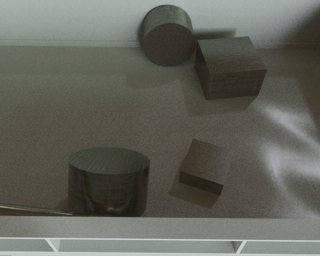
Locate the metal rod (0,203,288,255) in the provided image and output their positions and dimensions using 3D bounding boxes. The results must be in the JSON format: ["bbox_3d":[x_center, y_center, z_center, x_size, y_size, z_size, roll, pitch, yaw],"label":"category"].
[{"bbox_3d":[-0.027,0.093,0.276,0.302,0.025,0.025,10,49,-11],"label":"metal rod"}]

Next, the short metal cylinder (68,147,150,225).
[{"bbox_3d":[-0.052,0.055,0.317,0.081,0.050,0.080,5,13,-1],"label":"short metal cylinder"}]

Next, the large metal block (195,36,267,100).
[{"bbox_3d":[0.102,-0.091,0.467,0.081,0.050,0.080,-6,50,-6],"label":"large metal block"}]

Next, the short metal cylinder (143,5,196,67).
[{"bbox_3d":[0.013,-0.144,0.491,0.081,0.080,0.050,-2,50,-2],"label":"short metal cylinder"}]

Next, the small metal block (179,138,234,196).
[{"bbox_3d":[0.055,0.045,0.368,0.050,0.025,0.050,17,52,13],"label":"small metal block"}]
